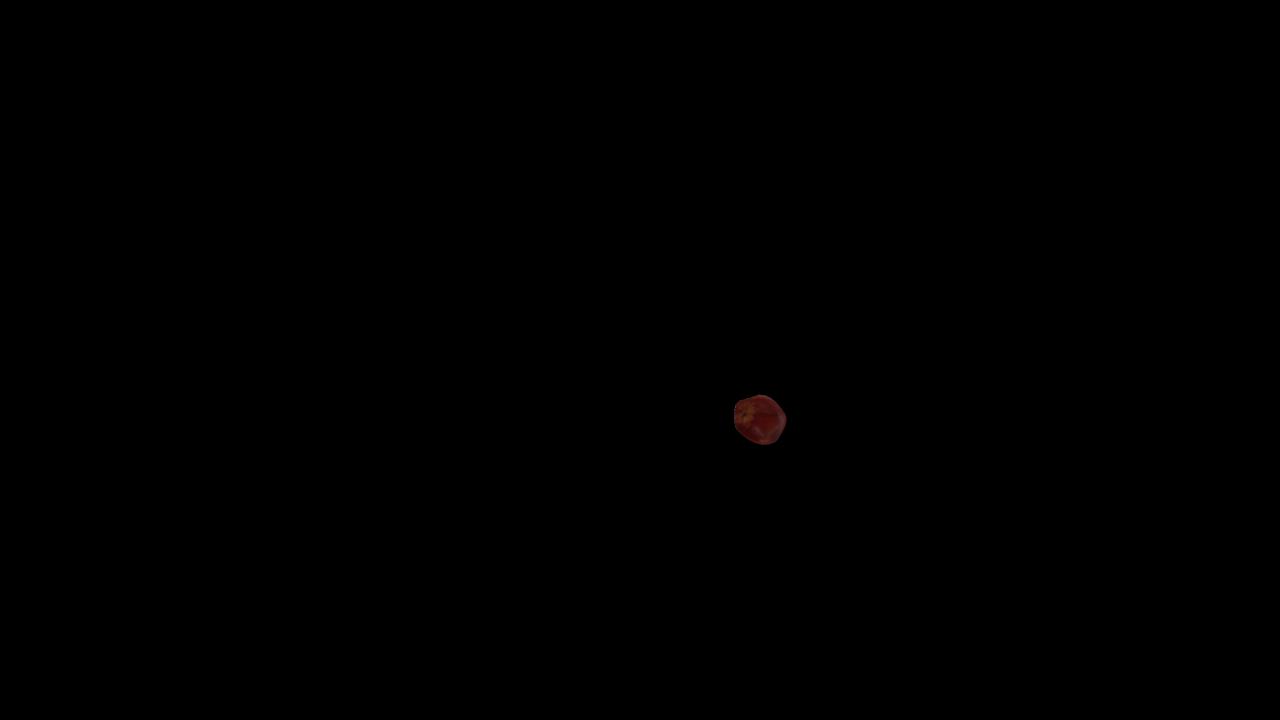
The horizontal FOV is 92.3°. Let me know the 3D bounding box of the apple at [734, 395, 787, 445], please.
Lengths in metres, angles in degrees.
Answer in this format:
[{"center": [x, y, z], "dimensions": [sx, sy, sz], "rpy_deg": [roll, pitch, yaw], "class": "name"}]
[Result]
[{"center": [0.187, 0.094, 0.964], "dimensions": [0.079, 0.079, 0.093], "rpy_deg": [0, -17, 37], "class": "apple"}]
